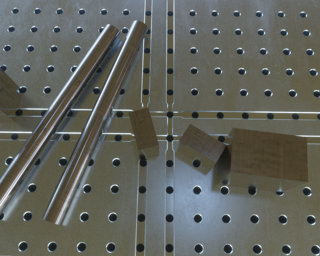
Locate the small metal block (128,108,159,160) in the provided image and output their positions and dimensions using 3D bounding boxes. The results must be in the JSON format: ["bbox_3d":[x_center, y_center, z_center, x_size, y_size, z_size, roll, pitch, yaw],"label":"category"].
[{"bbox_3d":[-0.020,0.009,0.395,0.025,0.050,0.050,-14,71,-5],"label":"small metal block"}]

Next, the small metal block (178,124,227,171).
[{"bbox_3d":[0.051,0.026,0.389,0.050,0.050,0.025,31,74,11],"label":"small metal block"}]

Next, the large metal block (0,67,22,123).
[{"bbox_3d":[-0.238,-0.044,0.397,0.081,0.080,0.050,0,70,0],"label":"large metal block"}]

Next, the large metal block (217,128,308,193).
[{"bbox_3d":[0.117,0.041,0.368,0.080,0.080,0.050,7,70,2],"label":"large metal block"}]

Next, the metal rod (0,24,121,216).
[{"bbox_3d":[-0.138,-0.021,0.418,0.025,0.025,0.300,26,72,9],"label":"metal rod"}]

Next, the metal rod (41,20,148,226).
[{"bbox_3d":[-0.080,-0.021,0.418,0.025,0.025,0.300,18,71,6],"label":"metal rod"}]
